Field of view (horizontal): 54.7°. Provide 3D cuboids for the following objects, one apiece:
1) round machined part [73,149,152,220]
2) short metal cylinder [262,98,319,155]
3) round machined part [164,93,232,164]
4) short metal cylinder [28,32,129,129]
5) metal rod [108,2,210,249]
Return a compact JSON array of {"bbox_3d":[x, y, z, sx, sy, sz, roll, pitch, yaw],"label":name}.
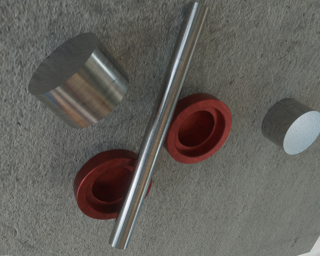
[{"bbox_3d":[-0.063,0.068,0.405,0.099,0.042,0.097,-14,124,-21],"label":"round machined part"},{"bbox_3d":[0.217,-0.003,0.510,0.081,0.050,0.079,-14,125,-21],"label":"short metal cylinder"},{"bbox_3d":[0.045,-0.003,0.420,0.099,0.042,0.097,-14,125,-21],"label":"round machined part"},{"bbox_3d":[-0.078,-0.046,0.301,0.080,0.080,0.050,-41,130,-1],"label":"short metal cylinder"},{"bbox_3d":[-0.004,0.003,0.366,0.025,0.025,0.298,14,98,-35],"label":"metal rod"}]
